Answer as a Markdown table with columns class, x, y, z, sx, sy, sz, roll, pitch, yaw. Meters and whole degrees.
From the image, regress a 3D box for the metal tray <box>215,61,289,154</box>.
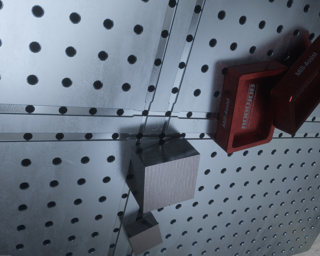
| class | x | y | z | sx | sy | sz | roll | pitch | yaw |
| --- | --- | --- | --- | --- | --- | --- | --- | --- | --- |
| metal tray | 0.137 | -0.030 | 0.466 | 0.091 | 0.030 | 0.129 | -12 | 124 | -22 |

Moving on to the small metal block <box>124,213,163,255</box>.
| class | x | y | z | sx | sy | sz | roll | pitch | yaw |
| --- | --- | --- | --- | --- | --- | --- | --- | --- | --- |
| small metal block | -0.027 | 0.175 | 0.507 | 0.050 | 0.025 | 0.050 | -22 | 127 | -16 |

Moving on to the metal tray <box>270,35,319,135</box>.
| class | x | y | z | sx | sy | sz | roll | pitch | yaw |
| --- | --- | --- | --- | --- | --- | --- | --- | --- | --- |
| metal tray | 0.220 | -0.063 | 0.463 | 0.130 | 0.030 | 0.090 | -46 | 139 | -14 |

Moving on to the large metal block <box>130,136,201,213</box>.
| class | x | y | z | sx | sy | sz | roll | pitch | yaw |
| --- | --- | --- | --- | --- | --- | --- | --- | --- | --- |
| large metal block | 0.005 | 0.064 | 0.439 | 0.081 | 0.050 | 0.079 | -10 | 123 | -23 |
